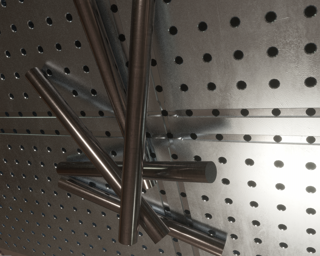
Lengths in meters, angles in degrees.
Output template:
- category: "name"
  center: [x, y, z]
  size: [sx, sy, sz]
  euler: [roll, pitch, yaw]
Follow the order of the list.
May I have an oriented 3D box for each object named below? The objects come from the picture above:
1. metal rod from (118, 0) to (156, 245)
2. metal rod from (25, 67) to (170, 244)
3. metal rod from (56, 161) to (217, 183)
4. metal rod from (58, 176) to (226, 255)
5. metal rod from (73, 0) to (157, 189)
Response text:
- category: "metal rod"
  center: [-0.028, -0.005, 0.358]
  size: [0.025, 0.025, 0.298]
  euler: [10, 103, 22]
- category: "metal rod"
  center: [-0.092, 0.030, 0.428]
  size: [0.300, 0.025, 0.025]
  euler: [49, 130, 12]
- category: "metal rod"
  center: [-0.056, 0.061, 0.447]
  size: [0.300, 0.025, 0.025]
  euler: [-5, 116, 40]
- category: "metal rod"
  center: [-0.040, 0.142, 0.517]
  size: [0.301, 0.025, 0.025]
  euler: [18, 126, 17]
- category: "metal rod"
  center: [-0.057, -0.046, 0.410]
  size: [0.025, 0.025, 0.298]
  euler: [-3, 117, 29]
